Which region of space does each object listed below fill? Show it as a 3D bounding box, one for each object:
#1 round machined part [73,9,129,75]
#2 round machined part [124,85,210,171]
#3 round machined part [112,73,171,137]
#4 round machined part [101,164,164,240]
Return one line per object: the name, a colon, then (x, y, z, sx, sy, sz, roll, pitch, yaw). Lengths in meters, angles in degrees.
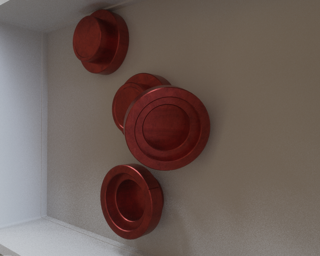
round machined part: (-0.097, -0.133, 0.476, 0.098, 0.042, 0.097, 0, 90, 40)
round machined part: (0.006, -0.002, 0.367, 0.042, 0.099, 0.097, -128, 51, -72)
round machined part: (-0.027, -0.026, 0.418, 0.098, 0.042, 0.097, 0, 90, 40)
round machined part: (-0.034, 0.097, 0.424, 0.098, 0.042, 0.097, 0, 90, 40)
